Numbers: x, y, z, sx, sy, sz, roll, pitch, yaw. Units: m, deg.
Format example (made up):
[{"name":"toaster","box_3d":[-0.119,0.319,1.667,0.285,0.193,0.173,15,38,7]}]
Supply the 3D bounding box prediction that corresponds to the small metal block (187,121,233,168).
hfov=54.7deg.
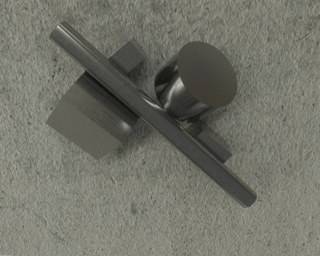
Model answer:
[{"name":"small metal block","box_3d":[0.062,0.018,0.402,0.050,0.050,0.025,39,105,-14]}]

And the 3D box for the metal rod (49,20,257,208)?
[{"name":"metal rod","box_3d":[0.003,-0.005,0.356,0.300,0.025,0.025,41,105,-14]}]

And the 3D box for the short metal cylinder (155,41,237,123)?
[{"name":"short metal cylinder","box_3d":[0.041,-0.052,0.357,0.080,0.080,0.050,37,147,-13]}]

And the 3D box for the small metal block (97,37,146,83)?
[{"name":"small metal block","box_3d":[-0.044,-0.080,0.368,0.050,0.050,0.025,-37,106,12]}]

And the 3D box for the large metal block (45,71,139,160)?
[{"name":"large metal block","box_3d":[-0.080,-0.013,0.373,0.080,0.050,0.080,39,146,-14]}]
